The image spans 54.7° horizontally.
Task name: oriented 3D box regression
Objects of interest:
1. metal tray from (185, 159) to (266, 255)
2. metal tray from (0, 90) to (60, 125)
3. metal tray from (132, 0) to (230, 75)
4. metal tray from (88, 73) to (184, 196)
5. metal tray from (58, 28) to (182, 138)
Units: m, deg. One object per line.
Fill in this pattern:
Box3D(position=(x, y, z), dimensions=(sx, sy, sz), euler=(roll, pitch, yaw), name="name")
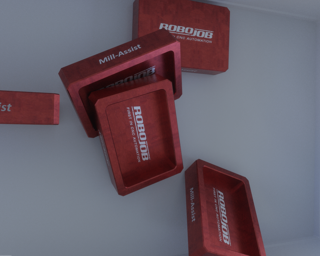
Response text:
Box3D(position=(0.080, 0.109, 0.394), dimensions=(0.091, 0.030, 0.130), euler=(23, 39, -19), name="metal tray")
Box3D(position=(-0.172, -0.019, 0.312), dimensions=(0.131, 0.090, 0.030), euler=(1, 90, -20), name="metal tray")
Box3D(position=(0.030, -0.124, 0.418), dimensions=(0.131, 0.030, 0.089), euler=(2, 89, -20), name="metal tray")
Box3D(position=(-0.024, 0.009, 0.373), dimensions=(0.091, 0.030, 0.129), euler=(-20, 119, -19), name="metal tray")
Box3D(position=(-0.038, -0.050, 0.360), dimensions=(0.131, 0.030, 0.090), euler=(-26, 144, -14), name="metal tray")
